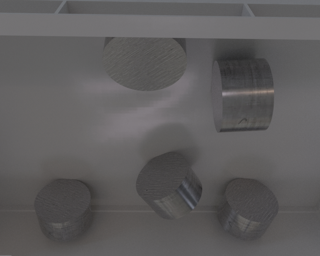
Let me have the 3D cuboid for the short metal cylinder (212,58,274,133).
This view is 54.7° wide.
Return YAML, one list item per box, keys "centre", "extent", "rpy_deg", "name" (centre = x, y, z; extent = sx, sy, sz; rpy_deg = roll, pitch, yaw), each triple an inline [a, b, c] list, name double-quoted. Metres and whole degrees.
- centre: [0.088, -0.036, 0.343]
  extent: [0.050, 0.080, 0.080]
  rpy_deg: [-3, 130, 2]
  name: "short metal cylinder"

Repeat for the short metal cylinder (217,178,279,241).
- centre: [0.135, 0.125, 0.480]
  extent: [0.081, 0.080, 0.050]
  rpy_deg: [6, 130, -5]
  name: "short metal cylinder"

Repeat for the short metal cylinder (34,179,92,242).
- centre: [-0.147, 0.126, 0.479]
  extent: [0.081, 0.080, 0.050]
  rpy_deg: [4, 130, -3]
  name: "short metal cylinder"

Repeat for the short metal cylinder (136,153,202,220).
- centre: [0.013, 0.082, 0.443]
  extent: [0.080, 0.080, 0.050]
  rpy_deg: [-22, 127, 18]
  name: "short metal cylinder"

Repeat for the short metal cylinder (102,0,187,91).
- centre: [-0.014, -0.082, 0.309]
  extent: [0.080, 0.050, 0.080]
  rpy_deg: [0, 146, 0]
  name: "short metal cylinder"
